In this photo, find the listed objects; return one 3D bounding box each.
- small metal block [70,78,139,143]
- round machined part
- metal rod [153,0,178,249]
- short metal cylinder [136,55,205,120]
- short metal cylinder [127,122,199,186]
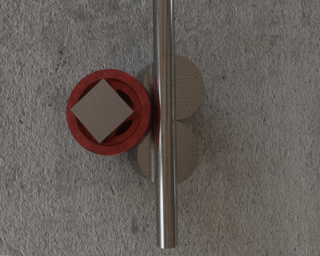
[{"bbox_3d":[-0.061,-0.018,0.345,0.050,0.025,0.050,-43,82,4],"label":"small metal block"},{"bbox_3d":[-0.055,-0.017,0.367,0.098,0.042,0.097,0,88,9],"label":"round machined part"},{"bbox_3d":[0.006,-0.014,0.360,0.025,0.025,0.298,-1,90,-20],"label":"metal rod"},{"bbox_3d":[0.010,-0.050,0.401,0.081,0.050,0.079,0,90,-20],"label":"short metal cylinder"},{"bbox_3d":[0.003,0.030,0.398,0.081,0.050,0.080,0,89,-20],"label":"short metal cylinder"}]
